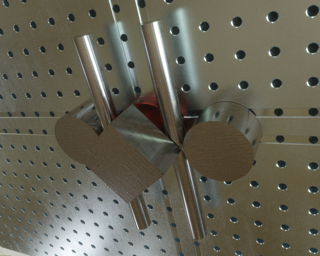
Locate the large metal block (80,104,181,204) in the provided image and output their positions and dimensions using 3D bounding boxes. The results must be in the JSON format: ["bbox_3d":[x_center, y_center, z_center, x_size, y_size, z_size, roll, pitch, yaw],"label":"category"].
[{"bbox_3d":[-0.036,0.032,0.373,0.080,0.050,0.080,44,129,-2],"label":"large metal block"}]

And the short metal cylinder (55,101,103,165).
[{"bbox_3d":[-0.105,0.007,0.455,0.080,0.050,0.079,13,124,21],"label":"short metal cylinder"}]

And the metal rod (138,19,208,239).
[{"bbox_3d":[0.023,0.021,0.385,0.025,0.025,0.298,0,119,28],"label":"metal rod"}]

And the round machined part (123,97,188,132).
[{"bbox_3d":[-0.014,0.011,0.415,0.098,0.042,0.097,13,124,21],"label":"round machined part"}]

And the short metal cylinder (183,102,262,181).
[{"bbox_3d":[0.074,0.016,0.365,0.080,0.050,0.079,13,124,21],"label":"short metal cylinder"}]

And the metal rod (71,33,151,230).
[{"bbox_3d":[-0.060,0.022,0.429,0.025,0.025,0.298,0,119,28],"label":"metal rod"}]
